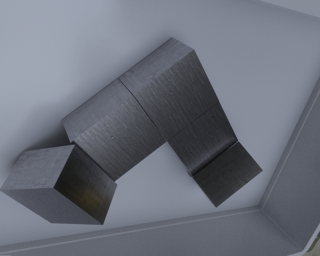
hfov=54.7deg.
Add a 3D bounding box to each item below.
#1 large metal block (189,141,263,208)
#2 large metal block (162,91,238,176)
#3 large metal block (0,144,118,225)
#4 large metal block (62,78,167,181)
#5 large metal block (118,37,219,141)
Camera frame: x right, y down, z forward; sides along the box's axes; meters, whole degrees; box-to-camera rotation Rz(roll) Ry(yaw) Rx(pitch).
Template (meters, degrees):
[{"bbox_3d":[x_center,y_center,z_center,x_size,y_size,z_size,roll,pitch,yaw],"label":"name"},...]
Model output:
[{"bbox_3d":[0.092,0.067,0.454,0.080,0.050,0.080,-38,173,-3],"label":"large metal block"},{"bbox_3d":[0.048,0.005,0.419,0.080,0.050,0.080,-38,129,-3],"label":"large metal block"},{"bbox_3d":[-0.109,0.066,0.343,0.080,0.050,0.080,-8,137,29],"label":"large metal block"},{"bbox_3d":[-0.052,0.004,0.364,0.080,0.050,0.080,-38,129,-3],"label":"large metal block"},{"bbox_3d":[0.012,-0.045,0.368,0.080,0.050,0.080,-38,129,-3],"label":"large metal block"}]
